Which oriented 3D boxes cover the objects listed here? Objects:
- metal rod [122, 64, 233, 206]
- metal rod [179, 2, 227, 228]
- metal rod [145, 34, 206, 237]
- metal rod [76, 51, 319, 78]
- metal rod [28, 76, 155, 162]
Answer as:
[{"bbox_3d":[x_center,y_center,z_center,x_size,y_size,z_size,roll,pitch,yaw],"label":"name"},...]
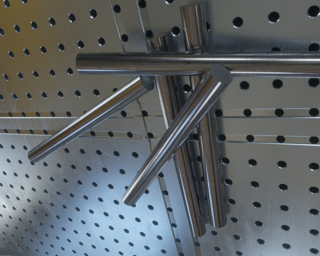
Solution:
[{"bbox_3d":[0.003,0.033,0.399,0.025,0.025,0.298,37,139,4],"label":"metal rod"},{"bbox_3d":[0.059,0.005,0.383,0.025,0.025,0.298,3,120,27],"label":"metal rod"},{"bbox_3d":[0.027,0.028,0.414,0.025,0.025,0.298,1,119,28],"label":"metal rod"},{"bbox_3d":[0.055,-0.065,0.313,0.301,0.025,0.025,4,121,16],"label":"metal rod"},{"bbox_3d":[-0.122,-0.003,0.474,0.299,0.025,0.025,-27,104,37],"label":"metal rod"}]
